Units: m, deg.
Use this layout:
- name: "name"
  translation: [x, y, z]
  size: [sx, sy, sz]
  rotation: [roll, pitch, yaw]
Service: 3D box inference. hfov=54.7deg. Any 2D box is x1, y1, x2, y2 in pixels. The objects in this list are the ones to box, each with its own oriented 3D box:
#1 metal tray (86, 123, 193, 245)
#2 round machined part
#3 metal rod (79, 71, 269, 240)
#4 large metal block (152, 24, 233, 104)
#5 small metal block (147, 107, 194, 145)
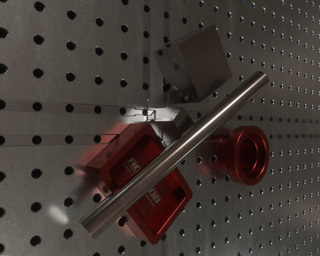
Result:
- name: "metal tray"
  translation: [-0.020, 0.069, 0.391]
  size: [0.090, 0.030, 0.130]
  rotation: [-46, 118, -30]
- name: "round machined part"
  translation: [0.137, 0.045, 0.517]
  size: [0.099, 0.042, 0.097]
  rotation: [0, 90, -40]
- name: "metal rod"
  translation: [0.033, 0.018, 0.375]
  size: [0.301, 0.025, 0.025]
  rotation: [-39, 115, -23]
- name: "large metal block"
  translation: [0.048, -0.089, 0.435]
  size: [0.080, 0.050, 0.080]
  rotation: [-38, 113, -34]
- name: "small metal block"
  translation: [0.019, 0.000, 0.411]
  size: [0.050, 0.050, 0.025]
  rotation: [52, 60, -28]
